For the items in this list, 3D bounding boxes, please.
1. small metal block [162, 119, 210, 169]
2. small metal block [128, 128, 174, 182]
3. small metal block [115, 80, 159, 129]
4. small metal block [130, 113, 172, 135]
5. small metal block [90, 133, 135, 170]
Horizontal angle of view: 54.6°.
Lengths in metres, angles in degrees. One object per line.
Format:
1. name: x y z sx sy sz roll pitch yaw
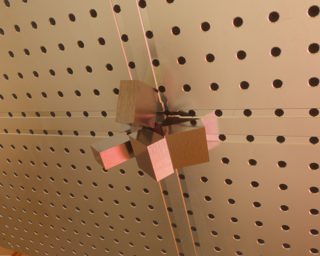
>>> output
1. small metal block: 0.033 0.021 0.393 0.050 0.025 0.050 -12 116 -1
2. small metal block: -0.011 0.032 0.390 0.050 0.025 0.050 26 137 55
3. small metal block: -0.027 -0.028 0.379 0.025 0.050 0.050 3 84 27
4. small metal block: -0.009 0.008 0.422 0.050 0.025 0.050 3 120 27
5. small metal block: -0.064 0.031 0.435 0.050 0.050 0.025 19 129 61
